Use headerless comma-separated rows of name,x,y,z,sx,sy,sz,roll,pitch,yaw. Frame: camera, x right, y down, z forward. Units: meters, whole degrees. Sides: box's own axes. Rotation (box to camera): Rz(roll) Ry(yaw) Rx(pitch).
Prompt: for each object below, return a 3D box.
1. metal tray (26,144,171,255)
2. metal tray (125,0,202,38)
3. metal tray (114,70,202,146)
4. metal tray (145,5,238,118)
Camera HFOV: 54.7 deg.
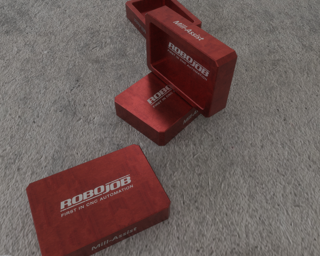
metal tray,-0.065,0.079,0.333,0.131,0.030,0.090,-21,53,-17
metal tray,0.004,-0.199,0.566,0.091,0.030,0.130,-22,54,-18
metal tray,0.013,-0.043,0.436,0.090,0.030,0.131,35,58,25
metal tray,0.033,-0.084,0.392,0.030,0.089,0.130,-31,57,-23
